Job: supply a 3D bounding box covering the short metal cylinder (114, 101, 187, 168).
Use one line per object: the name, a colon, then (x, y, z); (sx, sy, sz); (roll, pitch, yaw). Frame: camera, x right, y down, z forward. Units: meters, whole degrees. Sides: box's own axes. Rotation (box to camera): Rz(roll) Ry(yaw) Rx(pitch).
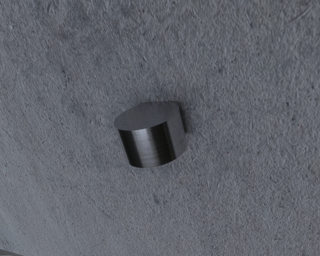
short metal cylinder: (-0.011, 0.006, 0.381); (0.080, 0.080, 0.050); (-1, 118, 28)
